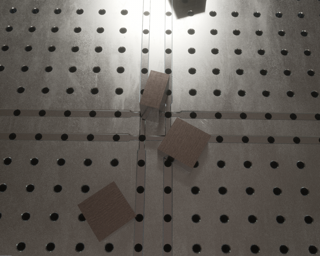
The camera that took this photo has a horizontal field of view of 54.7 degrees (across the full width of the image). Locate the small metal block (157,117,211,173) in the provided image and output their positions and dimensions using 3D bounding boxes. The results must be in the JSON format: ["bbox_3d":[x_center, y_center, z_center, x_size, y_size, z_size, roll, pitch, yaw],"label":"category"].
[{"bbox_3d":[0.031,0.022,0.404,0.050,0.025,0.050,29,72,10],"label":"small metal block"}]

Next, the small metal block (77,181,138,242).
[{"bbox_3d":[-0.062,0.101,0.374,0.050,0.025,0.050,-33,74,-12],"label":"small metal block"}]

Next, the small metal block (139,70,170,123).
[{"bbox_3d":[-0.007,-0.041,0.413,0.025,0.050,0.050,15,71,5],"label":"small metal block"}]

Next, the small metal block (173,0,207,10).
[{"bbox_3d":[0.043,-0.223,0.494,0.050,0.025,0.050,-17,71,-7],"label":"small metal block"}]
